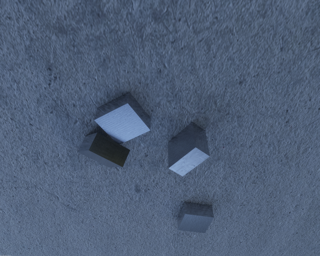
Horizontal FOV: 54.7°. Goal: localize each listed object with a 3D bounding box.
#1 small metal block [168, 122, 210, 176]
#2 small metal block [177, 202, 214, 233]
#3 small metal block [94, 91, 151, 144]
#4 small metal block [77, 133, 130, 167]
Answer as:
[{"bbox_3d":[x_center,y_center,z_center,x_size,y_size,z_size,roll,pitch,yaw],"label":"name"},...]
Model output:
[{"bbox_3d":[0.037,0.028,0.415,0.025,0.050,0.050,33,123,-25],"label":"small metal block"},{"bbox_3d":[0.061,0.157,0.541,0.050,0.025,0.050,9,130,-8],"label":"small metal block"},{"bbox_3d":[-0.047,-0.011,0.397,0.050,0.025,0.050,-25,126,19],"label":"small metal block"},{"bbox_3d":[-0.076,0.031,0.417,0.050,0.025,0.050,31,159,-24],"label":"small metal block"}]
